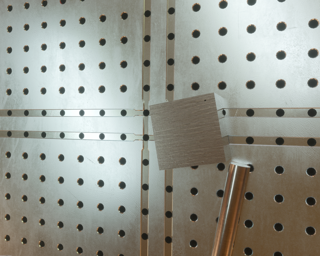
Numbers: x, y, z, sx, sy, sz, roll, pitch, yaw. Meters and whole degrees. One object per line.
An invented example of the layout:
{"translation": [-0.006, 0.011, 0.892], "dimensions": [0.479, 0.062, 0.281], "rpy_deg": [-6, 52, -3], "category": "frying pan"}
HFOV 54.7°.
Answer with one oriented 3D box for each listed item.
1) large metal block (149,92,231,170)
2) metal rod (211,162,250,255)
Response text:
{"translation": [0.039, 0.005, 0.386], "dimensions": [0.080, 0.050, 0.080], "rpy_deg": [-10, 87, 19], "category": "large metal block"}
{"translation": [0.071, 0.191, 0.387], "dimensions": [0.025, 0.025, 0.298], "rpy_deg": [12, 94, 19], "category": "metal rod"}
